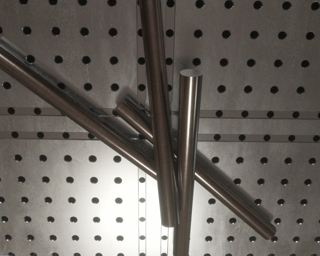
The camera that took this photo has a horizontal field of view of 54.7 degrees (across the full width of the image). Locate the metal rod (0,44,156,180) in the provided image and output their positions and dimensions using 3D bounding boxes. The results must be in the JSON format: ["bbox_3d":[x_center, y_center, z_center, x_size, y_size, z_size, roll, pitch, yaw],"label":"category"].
[{"bbox_3d":[-0.094,-0.010,0.408,0.301,0.025,0.025,37,106,-13],"label":"metal rod"}]

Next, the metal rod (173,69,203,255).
[{"bbox_3d":[0.034,0.069,0.413,0.025,0.025,0.298,0,120,-1],"label":"metal rod"}]

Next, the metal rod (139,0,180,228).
[{"bbox_3d":[0.001,-0.018,0.385,0.025,0.025,0.298,-5,102,1],"label":"metal rod"}]

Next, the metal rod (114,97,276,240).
[{"bbox_3d":[0.058,0.065,0.438,0.300,0.025,0.025,41,105,-14],"label":"metal rod"}]
